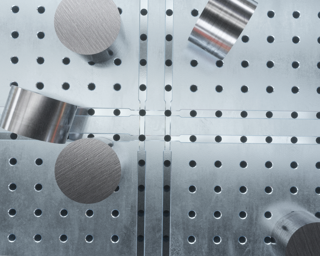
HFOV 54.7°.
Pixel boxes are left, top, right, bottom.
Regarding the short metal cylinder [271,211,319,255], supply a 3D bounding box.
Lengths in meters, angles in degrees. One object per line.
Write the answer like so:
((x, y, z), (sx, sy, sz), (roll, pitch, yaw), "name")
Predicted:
((0.194, 0.155, 0.404), (0.081, 0.050, 0.079), (0, 90, -1), "short metal cylinder")

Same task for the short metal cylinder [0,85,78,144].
((-0.149, -0.016, 0.384), (0.080, 0.080, 0.050), (18, 90, -1), "short metal cylinder")

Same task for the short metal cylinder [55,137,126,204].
((-0.087, 0.052, 0.400), (0.081, 0.050, 0.079), (0, 90, -1), "short metal cylinder")

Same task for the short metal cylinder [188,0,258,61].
((0.077, -0.132, 0.387), (0.050, 0.080, 0.080), (31, 90, -1), "short metal cylinder")

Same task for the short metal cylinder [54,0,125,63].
((-0.088, -0.129, 0.400), (0.081, 0.050, 0.079), (0, 90, -1), "short metal cylinder")
